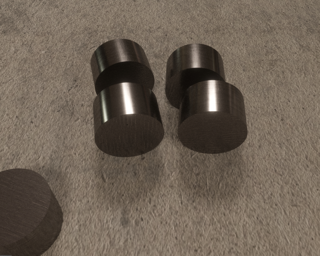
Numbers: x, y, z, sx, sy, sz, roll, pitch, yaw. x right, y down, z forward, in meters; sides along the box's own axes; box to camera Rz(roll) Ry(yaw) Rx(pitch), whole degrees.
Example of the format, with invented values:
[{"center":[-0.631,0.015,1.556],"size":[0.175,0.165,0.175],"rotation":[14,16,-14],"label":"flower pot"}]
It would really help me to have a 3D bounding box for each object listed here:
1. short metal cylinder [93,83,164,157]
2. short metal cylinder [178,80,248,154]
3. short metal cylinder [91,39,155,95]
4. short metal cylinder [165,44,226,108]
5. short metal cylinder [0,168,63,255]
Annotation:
[{"center":[-0.039,-0.008,0.374],"size":[0.081,0.080,0.050],"rotation":[-8,51,-7],"label":"short metal cylinder"},{"center":[0.063,-0.012,0.378],"size":[0.080,0.080,0.050],"rotation":[4,50,3],"label":"short metal cylinder"},{"center":[-0.053,-0.076,0.430],"size":[0.081,0.080,0.050],"rotation":[-11,51,-10],"label":"short metal cylinder"},{"center":[0.048,-0.068,0.425],"size":[0.081,0.080,0.050],"rotation":[2,50,1],"label":"short metal cylinder"},{"center":[-0.145,0.088,0.311],"size":[0.081,0.050,0.080],"rotation":[0,50,0],"label":"short metal cylinder"}]
